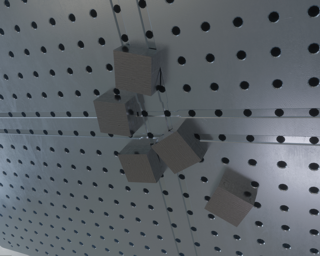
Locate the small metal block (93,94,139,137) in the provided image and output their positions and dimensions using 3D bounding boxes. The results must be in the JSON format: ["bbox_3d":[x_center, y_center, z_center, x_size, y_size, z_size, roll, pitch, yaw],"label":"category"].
[{"bbox_3d":[-0.060,-0.018,0.432,0.050,0.025,0.050,7,122,24],"label":"small metal block"}]

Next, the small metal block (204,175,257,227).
[{"bbox_3d":[0.096,0.100,0.423,0.050,0.025,0.050,28,128,10],"label":"small metal block"}]

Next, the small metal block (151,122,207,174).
[{"bbox_3d":[0.026,0.027,0.415,0.050,0.025,0.050,-34,100,38],"label":"small metal block"}]

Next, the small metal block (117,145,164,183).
[{"bbox_3d":[-0.028,0.053,0.460,0.050,0.025,0.050,-4,117,30],"label":"small metal block"}]

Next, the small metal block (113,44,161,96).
[{"bbox_3d":[-0.028,-0.072,0.382,0.050,0.025,0.050,14,125,20],"label":"small metal block"}]
